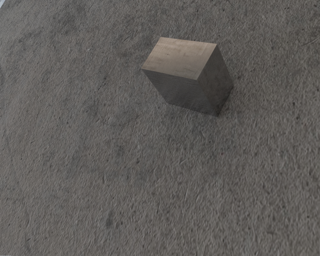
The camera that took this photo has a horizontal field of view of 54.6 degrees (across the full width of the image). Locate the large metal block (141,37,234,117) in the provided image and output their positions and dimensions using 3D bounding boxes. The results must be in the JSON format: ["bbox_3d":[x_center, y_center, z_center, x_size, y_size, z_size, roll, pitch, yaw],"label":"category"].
[{"bbox_3d":[0.037,-0.064,0.389,0.080,0.080,0.050,19,72,35],"label":"large metal block"}]
